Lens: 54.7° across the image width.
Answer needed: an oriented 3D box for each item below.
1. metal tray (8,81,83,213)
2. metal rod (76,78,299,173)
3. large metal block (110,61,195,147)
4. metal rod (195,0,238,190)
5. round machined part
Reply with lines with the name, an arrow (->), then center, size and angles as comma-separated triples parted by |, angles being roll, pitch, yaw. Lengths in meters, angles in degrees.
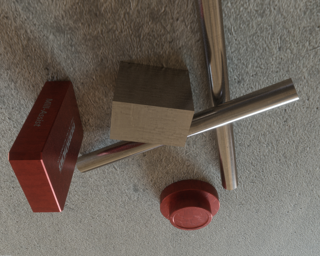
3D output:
metal tray -> -0.120, 0.017, 0.351 | 0.030, 0.130, 0.089 | -1, 130, 0
metal rod -> 0.015, 0.006, 0.389 | 0.300, 0.025, 0.025 | -20, 128, 25
large metal block -> -0.010, -0.028, 0.347 | 0.081, 0.080, 0.050 | 7, 130, -6
metal rod -> 0.076, -0.024, 0.388 | 0.025, 0.025, 0.298 | -10, 130, 8
round machined part -> 0.049, 0.132, 0.510 | 0.099, 0.042, 0.097 | -1, 130, 0
